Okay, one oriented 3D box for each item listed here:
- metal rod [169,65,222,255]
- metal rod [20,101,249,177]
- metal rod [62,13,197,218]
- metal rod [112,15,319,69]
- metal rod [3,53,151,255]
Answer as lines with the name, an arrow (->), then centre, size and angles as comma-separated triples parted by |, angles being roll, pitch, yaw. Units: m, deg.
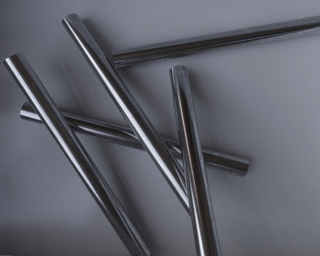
metal rod -> 0.041, 0.058, 0.350 | 0.025, 0.025, 0.299 | -7, 65, 0
metal rod -> -0.032, 0.015, 0.410 | 0.302, 0.025, 0.025 | 15, 90, 0
metal rod -> -0.035, -0.020, 0.391 | 0.025, 0.025, 0.299 | -34, 82, 0
metal rod -> 0.088, -0.116, 0.411 | 0.302, 0.025, 0.025 | -10, 90, 0
metal rod -> -0.099, 0.043, 0.392 | 0.025, 0.025, 0.299 | -31, 98, 0
